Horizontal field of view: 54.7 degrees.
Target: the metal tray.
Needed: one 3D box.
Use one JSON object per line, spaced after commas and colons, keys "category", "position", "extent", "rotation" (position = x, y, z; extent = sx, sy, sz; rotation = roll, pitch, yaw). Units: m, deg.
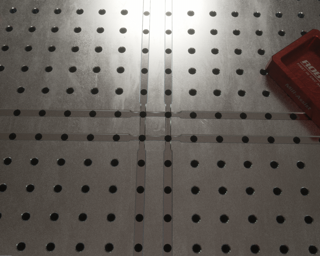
{"category": "metal tray", "position": [0.227, -0.068, 0.436], "extent": [0.090, 0.030, 0.130], "rotation": [-34, 74, -12]}
